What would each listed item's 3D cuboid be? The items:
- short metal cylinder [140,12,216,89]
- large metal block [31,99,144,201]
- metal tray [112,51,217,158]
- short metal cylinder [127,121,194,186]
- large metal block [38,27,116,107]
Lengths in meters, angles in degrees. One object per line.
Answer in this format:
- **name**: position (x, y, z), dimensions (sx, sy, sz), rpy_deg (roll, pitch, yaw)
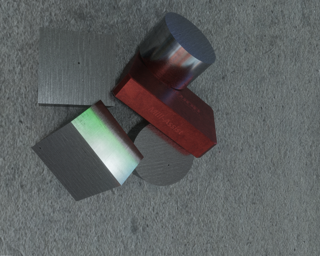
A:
- **short metal cylinder**: position (0.022, -0.095, 0.384), dimensions (0.080, 0.050, 0.080), rpy_deg (28, 41, -27)
- **large metal block**: position (-0.080, 0.027, 0.344), dimensions (0.080, 0.080, 0.050), rpy_deg (55, 38, -12)
- **metal tray**: position (0.011, -0.031, 0.381), dimensions (0.130, 0.090, 0.030), rpy_deg (37, 118, -16)
- **short metal cylinder**: position (-0.003, 0.030, 0.397), dimensions (0.081, 0.050, 0.080), rpy_deg (0, 90, -20)
- **large metal block**: position (-0.097, -0.065, 0.359), dimensions (0.081, 0.050, 0.080), rpy_deg (1, 90, -20)
